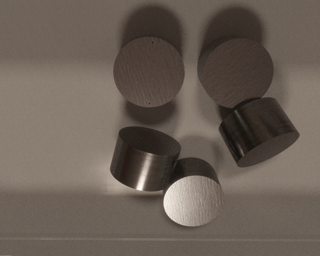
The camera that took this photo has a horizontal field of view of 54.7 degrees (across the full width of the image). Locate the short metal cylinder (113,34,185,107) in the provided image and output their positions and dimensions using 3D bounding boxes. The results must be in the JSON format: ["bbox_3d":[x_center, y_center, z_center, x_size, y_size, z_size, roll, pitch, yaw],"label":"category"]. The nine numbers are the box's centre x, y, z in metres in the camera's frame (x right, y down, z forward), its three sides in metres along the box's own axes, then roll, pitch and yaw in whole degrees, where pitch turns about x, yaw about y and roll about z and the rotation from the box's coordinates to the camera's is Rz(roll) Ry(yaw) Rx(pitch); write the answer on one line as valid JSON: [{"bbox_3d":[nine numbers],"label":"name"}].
[{"bbox_3d":[-0.012,-0.070,0.372,0.081,0.050,0.079,0,110,-1],"label":"short metal cylinder"}]

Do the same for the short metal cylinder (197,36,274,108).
[{"bbox_3d":[0.088,-0.069,0.374,0.081,0.050,0.079,0,110,-1],"label":"short metal cylinder"}]

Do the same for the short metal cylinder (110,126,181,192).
[{"bbox_3d":[-0.019,0.037,0.396,0.081,0.080,0.050,14,109,-6],"label":"short metal cylinder"}]

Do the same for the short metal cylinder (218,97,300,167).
[{"bbox_3d":[0.120,0.007,0.380,0.081,0.050,0.080,-19,153,-10],"label":"short metal cylinder"}]

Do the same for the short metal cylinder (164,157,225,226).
[{"bbox_3d":[0.044,0.088,0.430,0.081,0.050,0.079,-1,112,-2],"label":"short metal cylinder"}]
